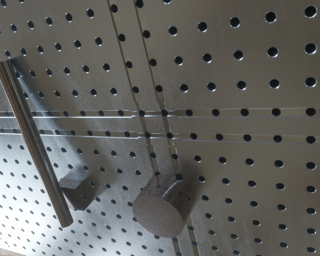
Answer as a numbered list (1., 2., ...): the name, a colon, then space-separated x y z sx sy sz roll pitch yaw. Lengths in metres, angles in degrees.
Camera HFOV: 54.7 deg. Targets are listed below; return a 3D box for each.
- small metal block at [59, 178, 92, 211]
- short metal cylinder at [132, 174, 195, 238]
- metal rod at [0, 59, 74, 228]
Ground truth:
1. small metal block: -0.159 0.121 0.568 0.050 0.025 0.050 0 119 27
2. short metal cylinder: 0.006 0.115 0.462 0.080 0.050 0.079 13 124 20
3. metal rod: -0.206 0.036 0.518 0.025 0.025 0.298 -4 110 30
